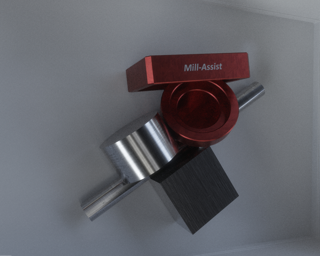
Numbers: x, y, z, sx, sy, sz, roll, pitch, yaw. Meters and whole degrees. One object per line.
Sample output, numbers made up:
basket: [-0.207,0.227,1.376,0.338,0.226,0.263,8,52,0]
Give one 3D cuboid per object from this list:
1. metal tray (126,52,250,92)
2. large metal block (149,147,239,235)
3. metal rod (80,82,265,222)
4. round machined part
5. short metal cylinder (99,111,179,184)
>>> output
metal tray: [0.032,-0.068,0.386,0.131,0.090,0.030,-7,93,-21]
large metal block: [0.043,0.078,0.412,0.080,0.050,0.080,-35,102,-17]
metal rod: [0.029,0.022,0.421,0.302,0.025,0.025,-34,102,-17]
round machined part: [0.049,-0.020,0.404,0.099,0.042,0.098,2,66,-4]
short metal cylinder: [-0.024,0.022,0.372,0.080,0.080,0.050,-35,102,-17]
